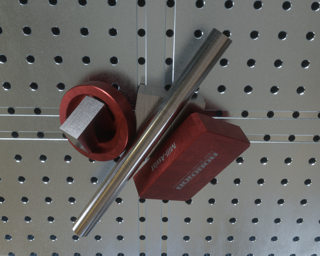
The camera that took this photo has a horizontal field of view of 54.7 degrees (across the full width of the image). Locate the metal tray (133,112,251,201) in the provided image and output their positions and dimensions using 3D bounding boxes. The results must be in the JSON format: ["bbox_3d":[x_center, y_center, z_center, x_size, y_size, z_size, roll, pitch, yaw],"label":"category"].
[{"bbox_3d":[0.038,0.043,0.391,0.091,0.030,0.129,15,128,-39],"label":"metal tray"}]

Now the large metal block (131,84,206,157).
[{"bbox_3d":[0.007,-0.006,0.397,0.081,0.050,0.079,8,110,-4],"label":"large metal block"}]

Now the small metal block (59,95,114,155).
[{"bbox_3d":[-0.085,-0.003,0.368,0.025,0.050,0.050,29,70,16],"label":"small metal block"}]

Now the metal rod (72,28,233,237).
[{"bbox_3d":[-0.019,0.018,0.366,0.025,0.025,0.299,33,106,-12],"label":"metal rod"}]

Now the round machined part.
[{"bbox_3d":[-0.072,-0.011,0.385,0.098,0.042,0.097,10,115,23],"label":"round machined part"}]
